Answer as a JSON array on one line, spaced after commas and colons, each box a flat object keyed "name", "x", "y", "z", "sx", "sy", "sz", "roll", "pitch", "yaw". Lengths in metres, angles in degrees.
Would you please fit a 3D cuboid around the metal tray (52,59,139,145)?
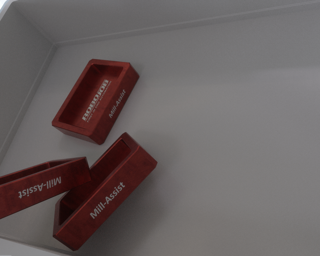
[{"name": "metal tray", "x": -0.100, "y": -0.045, "z": 0.482, "sx": 0.090, "sy": 0.030, "sz": 0.130, "roll": 14, "pitch": 68, "yaw": 33}]

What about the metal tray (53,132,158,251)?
[{"name": "metal tray", "x": -0.068, "y": 0.068, "z": 0.368, "sx": 0.130, "sy": 0.030, "sz": 0.090, "roll": -46, "pitch": 19, "yaw": -5}]

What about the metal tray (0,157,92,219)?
[{"name": "metal tray", "x": -0.157, "y": 0.067, "z": 0.353, "sx": 0.090, "sy": 0.131, "sz": 0.030, "roll": -10, "pitch": 96, "yaw": 42}]
